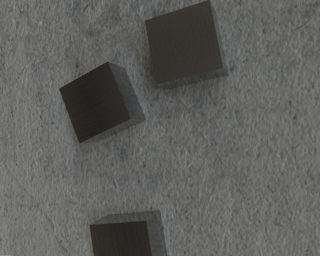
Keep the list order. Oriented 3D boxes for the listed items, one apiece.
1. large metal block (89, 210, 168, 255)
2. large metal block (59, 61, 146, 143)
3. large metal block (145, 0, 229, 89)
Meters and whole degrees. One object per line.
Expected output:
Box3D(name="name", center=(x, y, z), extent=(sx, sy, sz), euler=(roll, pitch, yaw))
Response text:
Box3D(name="large metal block", center=(-0.039, 0.158, 0.408), extent=(0.080, 0.050, 0.080), euler=(-10, 87, 19))
Box3D(name="large metal block", center=(-0.077, -0.032, 0.422), extent=(0.080, 0.050, 0.080), euler=(-25, 82, 18))
Box3D(name="large metal block", center=(0.034, -0.099, 0.383), extent=(0.080, 0.050, 0.080), euler=(-11, 86, 19))
